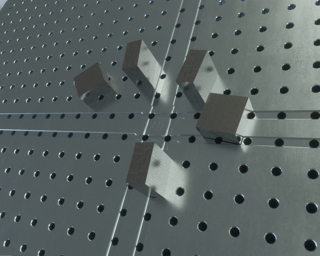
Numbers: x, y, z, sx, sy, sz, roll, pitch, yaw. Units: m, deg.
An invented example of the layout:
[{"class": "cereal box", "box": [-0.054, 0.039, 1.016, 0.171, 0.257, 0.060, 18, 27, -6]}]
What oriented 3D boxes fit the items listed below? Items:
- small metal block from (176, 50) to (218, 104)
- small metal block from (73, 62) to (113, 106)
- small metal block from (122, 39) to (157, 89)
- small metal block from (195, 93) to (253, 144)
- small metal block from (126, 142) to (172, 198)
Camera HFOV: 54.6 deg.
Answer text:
[{"class": "small metal block", "box": [0.050, -0.067, 0.408, 0.025, 0.050, 0.050, 12, 68, 33]}, {"class": "small metal block", "box": [-0.111, -0.074, 0.513, 0.050, 0.025, 0.050, -32, 52, 7]}, {"class": "small metal block", "box": [-0.030, -0.095, 0.468, 0.025, 0.050, 0.050, -7, 59, 25]}, {"class": "small metal block", "box": [0.078, -0.013, 0.376, 0.050, 0.025, 0.050, 12, 68, 33]}, {"class": "small metal block", "box": [-0.012, 0.050, 0.368, 0.025, 0.050, 0.050, -2, 61, 27]}]
